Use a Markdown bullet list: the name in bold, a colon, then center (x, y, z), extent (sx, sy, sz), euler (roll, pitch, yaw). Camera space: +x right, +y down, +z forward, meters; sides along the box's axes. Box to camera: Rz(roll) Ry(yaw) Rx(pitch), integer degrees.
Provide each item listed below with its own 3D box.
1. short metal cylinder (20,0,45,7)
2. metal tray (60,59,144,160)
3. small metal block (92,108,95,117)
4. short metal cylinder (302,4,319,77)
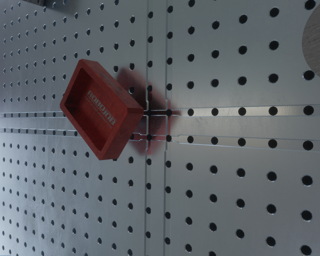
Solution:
- **short metal cylinder**: center (-0.259, -0.268, 0.587), extent (0.080, 0.081, 0.050), euler (27, 107, 36)
- **metal tray**: center (-0.089, -0.028, 0.446), extent (0.130, 0.030, 0.089), euler (46, 117, 30)
- **small metal block**: center (-0.081, -0.032, 0.476), extent (0.050, 0.025, 0.050), euler (-1, 90, 40)
- **short metal cylinder**: center (0.167, -0.072, 0.255), extent (0.080, 0.050, 0.079), euler (0, 90, 40)
